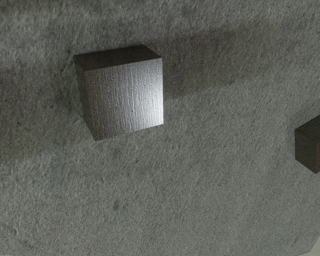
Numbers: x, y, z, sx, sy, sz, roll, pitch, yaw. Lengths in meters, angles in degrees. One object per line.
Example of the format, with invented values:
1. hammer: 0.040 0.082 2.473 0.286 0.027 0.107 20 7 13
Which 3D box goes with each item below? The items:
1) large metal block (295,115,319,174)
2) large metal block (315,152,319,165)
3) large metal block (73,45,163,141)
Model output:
1. large metal block: 0.301 0.025 0.575 0.080 0.050 0.080 -29 128 -10
2. large metal block: 0.379 0.047 0.631 0.081 0.050 0.079 0 119 -29
3. large metal block: -0.044 -0.041 0.343 0.081 0.050 0.079 -15 125 -21
